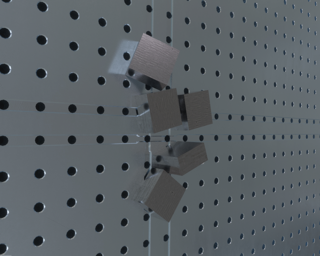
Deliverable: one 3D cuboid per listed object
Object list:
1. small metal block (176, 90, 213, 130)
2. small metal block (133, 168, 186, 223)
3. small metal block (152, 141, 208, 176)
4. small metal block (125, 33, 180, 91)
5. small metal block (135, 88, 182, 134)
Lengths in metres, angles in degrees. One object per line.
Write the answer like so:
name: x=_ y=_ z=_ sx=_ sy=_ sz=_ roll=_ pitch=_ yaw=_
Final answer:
small metal block: x=0.047 y=-0.026 z=0.447 sx=0.050 sy=0.025 sz=0.050 roll=-15 pitch=100 yaw=-39
small metal block: x=0.000 y=0.088 z=0.409 sx=0.050 sy=0.025 sz=0.050 roll=45 pitch=63 yaw=-31
small metal block: x=0.027 y=0.039 z=0.414 sx=0.050 sy=0.050 sz=0.025 roll=-24 pitch=106 yaw=-37
small metal block: x=-0.009 y=-0.082 z=0.388 sx=0.050 sy=0.025 sz=0.050 roll=23 pitch=74 yaw=-12
small metal block: x=-0.001 y=-0.023 z=0.407 sx=0.050 sy=0.025 sz=0.050 roll=-17 pitch=101 yaw=-39
